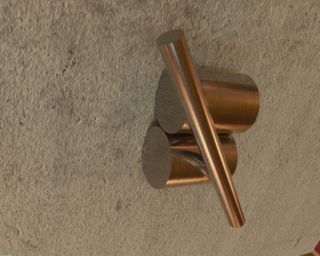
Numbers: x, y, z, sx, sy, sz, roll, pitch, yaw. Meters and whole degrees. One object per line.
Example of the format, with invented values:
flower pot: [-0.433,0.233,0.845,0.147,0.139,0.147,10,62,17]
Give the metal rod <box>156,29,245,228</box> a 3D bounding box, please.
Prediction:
metal rod: [0.060,0.028,0.355,0.025,0.025,0.299,-32,129,-8]

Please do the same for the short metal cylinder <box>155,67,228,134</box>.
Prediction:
short metal cylinder: [0.035,-0.033,0.372,0.050,0.080,0.079,1,118,-29]

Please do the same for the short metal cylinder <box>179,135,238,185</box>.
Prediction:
short metal cylinder: [0.061,0.037,0.429,0.050,0.080,0.079,1,118,-29]

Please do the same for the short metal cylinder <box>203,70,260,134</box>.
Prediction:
short metal cylinder: [0.079,-0.032,0.396,0.050,0.080,0.079,1,118,-29]

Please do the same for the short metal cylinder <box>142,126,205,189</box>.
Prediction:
short metal cylinder: [0.016,0.038,0.405,0.050,0.080,0.079,1,118,-29]
